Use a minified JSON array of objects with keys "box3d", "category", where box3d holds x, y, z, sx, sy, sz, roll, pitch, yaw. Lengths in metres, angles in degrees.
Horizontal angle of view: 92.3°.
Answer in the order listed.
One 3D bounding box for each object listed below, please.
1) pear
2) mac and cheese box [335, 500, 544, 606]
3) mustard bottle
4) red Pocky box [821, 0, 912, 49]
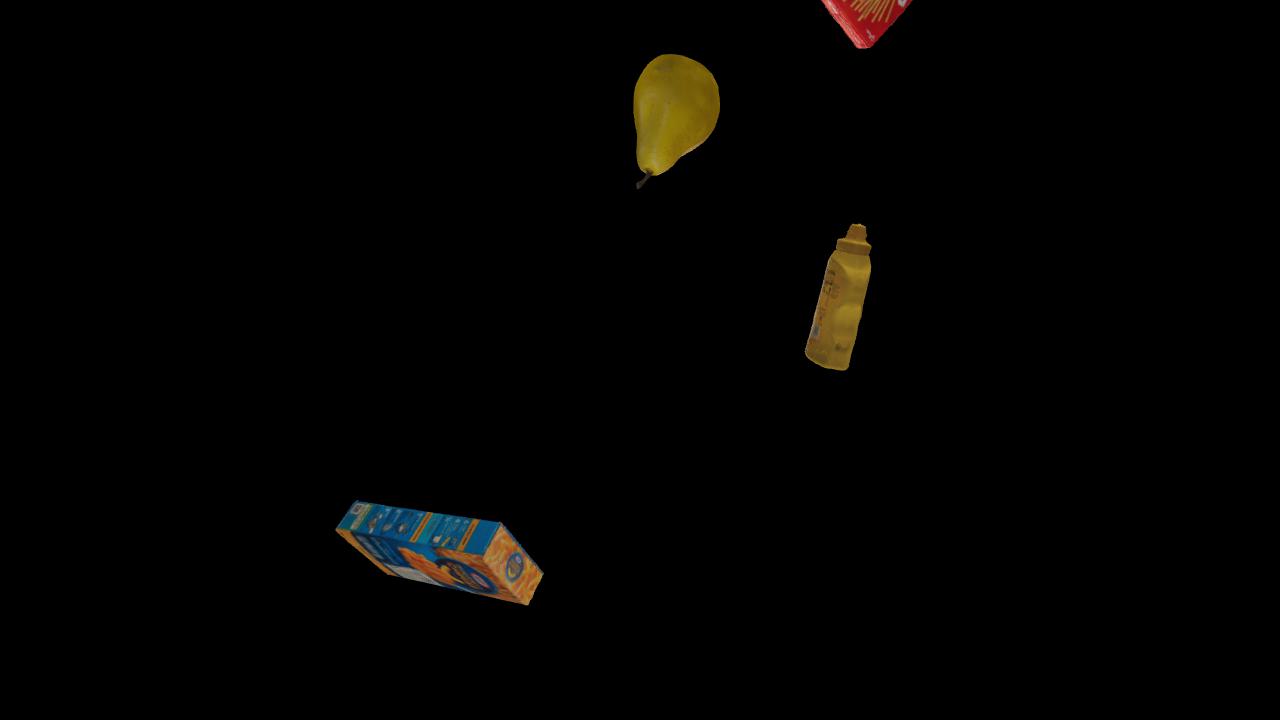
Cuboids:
[{"box3d":[0.023,-0.188,0.509,0.080,0.111,0.080,18,2,-1],"category":"pear"},{"box3d":[-0.194,0.184,0.593,0.184,0.093,0.041,0,44,27],"category":"mac and cheese box"},{"box3d":[0.263,-0.085,0.802,0.054,0.184,0.092,9,16,2],"category":"mustard bottle"},{"box3d":[0.272,-0.423,0.654,0.083,0.155,0.028,36,14,-26],"category":"red Pocky box"}]
